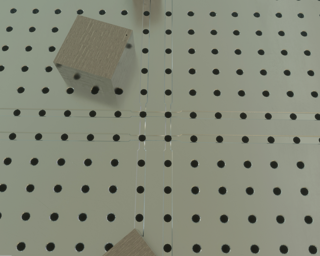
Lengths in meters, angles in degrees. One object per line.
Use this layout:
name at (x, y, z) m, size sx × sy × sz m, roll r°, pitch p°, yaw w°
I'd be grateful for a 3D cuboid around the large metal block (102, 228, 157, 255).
large metal block at (-0.032, 0.169, 0.336) m, size 0.080 × 0.050 × 0.080 m, roll -38°, pitch 75°, yaw -13°

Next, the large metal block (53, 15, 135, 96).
large metal block at (-0.088, -0.101, 0.434) m, size 0.080 × 0.050 × 0.080 m, roll 17°, pitch 71°, yaw 6°
